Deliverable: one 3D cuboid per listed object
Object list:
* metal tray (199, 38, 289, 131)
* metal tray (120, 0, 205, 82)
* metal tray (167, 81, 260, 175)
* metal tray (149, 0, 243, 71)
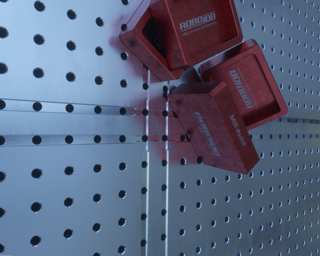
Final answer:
[{"bbox_3d":[0.129,-0.059,0.476,0.130,0.090,0.030,53,21,-29],"label":"metal tray"},{"bbox_3d":[0.014,-0.139,0.419,0.090,0.030,0.130,42,64,-32],"label":"metal tray"},{"bbox_3d":[0.073,0.000,0.428,0.030,0.090,0.130,-41,116,-25],"label":"metal tray"},{"bbox_3d":[0.054,-0.140,0.413,0.131,0.030,0.090,-32,110,-36],"label":"metal tray"}]
